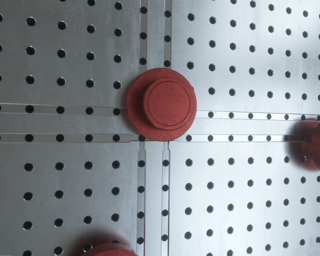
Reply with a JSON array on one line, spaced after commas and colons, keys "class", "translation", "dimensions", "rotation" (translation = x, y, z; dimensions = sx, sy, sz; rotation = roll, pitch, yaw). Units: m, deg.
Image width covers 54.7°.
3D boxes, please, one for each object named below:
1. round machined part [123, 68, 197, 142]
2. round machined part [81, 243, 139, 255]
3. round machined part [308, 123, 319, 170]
[{"class": "round machined part", "translation": [0.005, -0.031, 0.406], "dimensions": [0.099, 0.042, 0.097], "rotation": [0, 90, -21]}, {"class": "round machined part", "translation": [-0.065, 0.190, 0.381], "dimensions": [0.099, 0.042, 0.097], "rotation": [0, 90, -21]}, {"class": "round machined part", "translation": [0.286, 0.030, 0.512], "dimensions": [0.099, 0.042, 0.097], "rotation": [0, 90, -21]}]
